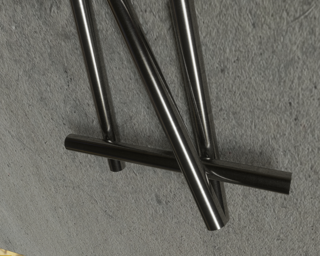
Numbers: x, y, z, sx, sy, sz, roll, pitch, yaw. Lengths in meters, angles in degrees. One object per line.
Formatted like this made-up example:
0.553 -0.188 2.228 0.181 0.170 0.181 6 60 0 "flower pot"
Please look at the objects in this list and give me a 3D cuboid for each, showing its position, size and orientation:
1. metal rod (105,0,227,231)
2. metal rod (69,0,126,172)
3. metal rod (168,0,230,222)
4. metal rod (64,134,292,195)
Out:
0.005 -0.025 0.347 0.025 0.025 0.299 -21 94 36 "metal rod"
-0.083 -0.069 0.407 0.025 0.025 0.298 7 122 25 "metal rod"
0.054 -0.002 0.377 0.025 0.025 0.298 0 119 28 "metal rod"
0.005 0.041 0.395 0.301 0.025 0.025 8 122 23 "metal rod"
